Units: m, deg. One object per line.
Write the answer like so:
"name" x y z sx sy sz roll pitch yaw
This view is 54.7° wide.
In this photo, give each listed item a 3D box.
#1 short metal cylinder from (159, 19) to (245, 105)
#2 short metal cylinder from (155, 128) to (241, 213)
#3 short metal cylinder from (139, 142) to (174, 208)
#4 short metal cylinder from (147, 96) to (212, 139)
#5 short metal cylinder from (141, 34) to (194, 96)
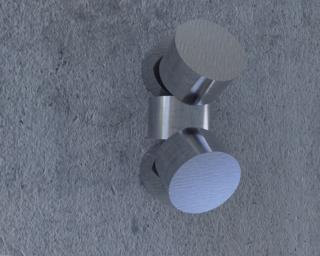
"short metal cylinder" 0.045 -0.072 0.344 0.081 0.050 0.080 9 62 -17
"short metal cylinder" 0.040 0.046 0.341 0.081 0.050 0.079 -8 120 -14
"short metal cylinder" 0.018 0.058 0.404 0.081 0.050 0.080 0 90 -20
"short metal cylinder" 0.025 -0.011 0.391 0.081 0.080 0.050 2 90 -20
"short metal cylinder" 0.021 -0.077 0.405 0.081 0.050 0.080 0 90 -20
